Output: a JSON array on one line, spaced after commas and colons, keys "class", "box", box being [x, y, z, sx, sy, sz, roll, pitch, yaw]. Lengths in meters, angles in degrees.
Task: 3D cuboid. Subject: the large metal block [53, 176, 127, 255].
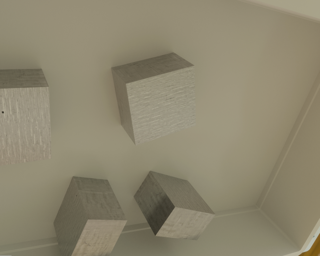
[{"class": "large metal block", "box": [-0.093, 0.121, 0.398, 0.050, 0.080, 0.080, 14, 111, -34]}]

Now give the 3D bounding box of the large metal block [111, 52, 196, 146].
[{"class": "large metal block", "box": [-0.006, -0.036, 0.369, 0.081, 0.050, 0.079, -18, 126, -18]}]

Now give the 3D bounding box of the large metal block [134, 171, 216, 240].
[{"class": "large metal block", "box": [0.020, 0.114, 0.457, 0.080, 0.080, 0.050, 21, 107, -36]}]

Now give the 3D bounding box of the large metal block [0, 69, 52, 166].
[{"class": "large metal block", "box": [-0.153, -0.011, 0.303, 0.081, 0.050, 0.079, -6, 121, -26]}]
